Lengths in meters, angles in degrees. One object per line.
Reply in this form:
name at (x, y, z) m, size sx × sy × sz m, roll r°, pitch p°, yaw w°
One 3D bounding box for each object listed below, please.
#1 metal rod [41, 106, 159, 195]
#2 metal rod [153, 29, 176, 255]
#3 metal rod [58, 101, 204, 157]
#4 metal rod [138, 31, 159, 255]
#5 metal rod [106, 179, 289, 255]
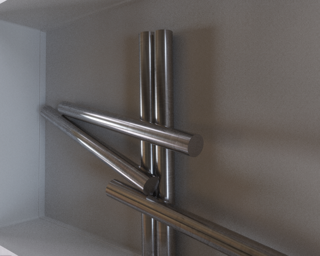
metal rod at (-0.110, 0.020, 0.477) m, size 0.300 × 0.025 × 0.025 m, roll 27°, pitch 107°, yaw 42°
metal rod at (0.006, 0.026, 0.396) m, size 0.025 × 0.025 × 0.298 m, roll -1°, pitch 89°, yaw 39°
metal rod at (-0.064, -0.008, 0.430) m, size 0.300 × 0.025 × 0.025 m, roll 15°, pitch 99°, yaw 46°
metal rod at (-0.014, 0.023, 0.412) m, size 0.025 × 0.025 × 0.298 m, roll -2°, pitch 89°, yaw 39°
metal rod at (0.058, 0.116, 0.333) m, size 0.300 × 0.025 × 0.025 m, roll 16°, pitch 100°, yaw 33°
